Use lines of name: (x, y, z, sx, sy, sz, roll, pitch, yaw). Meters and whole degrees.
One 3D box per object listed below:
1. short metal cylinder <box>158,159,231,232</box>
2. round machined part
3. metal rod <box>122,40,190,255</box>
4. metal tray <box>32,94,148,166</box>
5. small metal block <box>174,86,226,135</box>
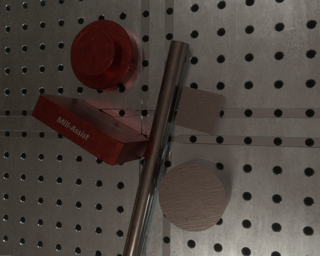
short metal cylinder: (0.045, 0.080, 0.383, 0.080, 0.050, 0.079, 0, 90, 19)
round machined part: (-0.084, -0.103, 0.432, 0.098, 0.042, 0.097, 0, 90, 19)
metal rod: (-0.007, 0.035, 0.414, 0.025, 0.025, 0.298, 14, 95, 19)
metal tray: (-0.088, 0.000, 0.407, 0.130, 0.090, 0.030, 29, 100, 17)
small metal block: (0.051, -0.022, 0.394, 0.050, 0.025, 0.050, 16, 95, 19)
